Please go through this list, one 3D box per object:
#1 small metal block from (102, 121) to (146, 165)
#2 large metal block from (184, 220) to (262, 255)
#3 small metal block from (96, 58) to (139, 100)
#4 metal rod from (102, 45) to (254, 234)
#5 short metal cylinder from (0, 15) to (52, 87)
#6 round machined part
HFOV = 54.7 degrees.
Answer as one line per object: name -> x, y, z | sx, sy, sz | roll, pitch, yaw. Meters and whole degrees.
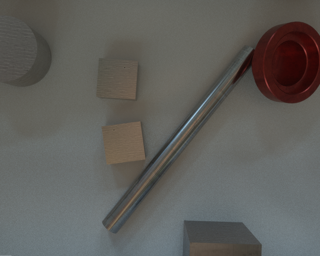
small metal block -> -0.047, 0.019, 0.411 | 0.050, 0.025, 0.050 | -8, 90, -1
large metal block -> 0.072, 0.153, 0.385 | 0.081, 0.080, 0.050 | 2, 90, -1
small metal block -> -0.055, -0.064, 0.411 | 0.050, 0.025, 0.050 | 4, 90, -1
metal rod -> 0.028, 0.015, 0.411 | 0.025, 0.025, 0.300 | 39, 90, -1
short metal cylinder -> -0.188, -0.096, 0.396 | 0.081, 0.050, 0.079 | 0, 90, -1
round machined part -> 0.157, -0.082, 0.394 | 0.099, 0.042, 0.097 | -4, 100, -21
